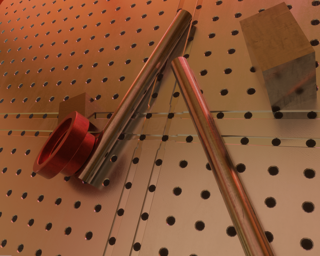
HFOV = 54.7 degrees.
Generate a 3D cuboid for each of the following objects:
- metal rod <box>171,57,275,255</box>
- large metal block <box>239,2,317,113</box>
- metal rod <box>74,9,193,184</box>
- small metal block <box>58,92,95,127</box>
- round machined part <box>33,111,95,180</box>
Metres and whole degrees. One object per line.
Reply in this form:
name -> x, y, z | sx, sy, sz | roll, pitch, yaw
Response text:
metal rod -> 0.063, 0.022, 0.361 | 0.025, 0.025, 0.299 | -26, 53, 12
large metal block -> 0.134, -0.077, 0.350 | 0.050, 0.080, 0.080 | -21, 54, 16
metal rod -> -0.032, -0.055, 0.457 | 0.025, 0.025, 0.300 | 20, 72, 35
small metal block -> -0.132, -0.022, 0.489 | 0.050, 0.025, 0.050 | -19, 54, 16
round machined part -> -0.128, 0.028, 0.429 | 0.098, 0.042, 0.098 | -39, 29, 27
